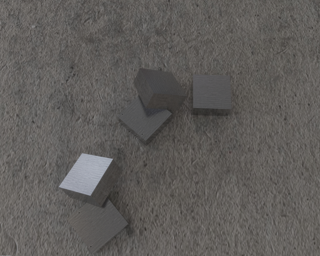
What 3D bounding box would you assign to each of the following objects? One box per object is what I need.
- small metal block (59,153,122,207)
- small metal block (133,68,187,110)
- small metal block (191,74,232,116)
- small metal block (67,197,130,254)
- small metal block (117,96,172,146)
[{"bbox_3d":[-0.082,0.061,0.368,0.050,0.025,0.050,6,51,31],"label":"small metal block"},{"bbox_3d":[-0.001,-0.051,0.407,0.050,0.025,0.050,1,45,-33],"label":"small metal block"},{"bbox_3d":[0.069,-0.045,0.425,0.050,0.025,0.050,2,70,0],"label":"small metal block"},{"bbox_3d":[-0.072,0.111,0.367,0.050,0.025,0.050,-39,75,-13],"label":"small metal block"},{"bbox_3d":[-0.020,-0.013,0.412,0.050,0.025,0.050,40,75,13],"label":"small metal block"}]
